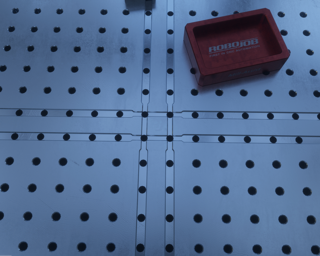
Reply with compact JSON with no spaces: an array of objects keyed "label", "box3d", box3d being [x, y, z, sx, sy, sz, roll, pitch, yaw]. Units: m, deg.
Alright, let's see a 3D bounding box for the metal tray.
[{"label":"metal tray","box3d":[0.109,-0.120,0.453,0.131,0.030,0.090,-13,71,-5]}]
